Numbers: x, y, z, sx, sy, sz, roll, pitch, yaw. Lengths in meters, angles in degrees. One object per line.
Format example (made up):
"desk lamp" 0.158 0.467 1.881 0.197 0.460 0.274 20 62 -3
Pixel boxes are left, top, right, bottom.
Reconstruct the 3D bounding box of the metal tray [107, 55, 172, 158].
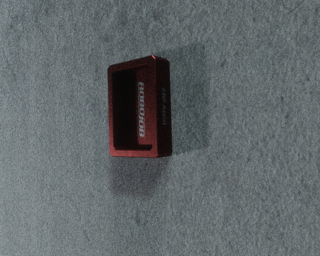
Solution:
"metal tray" -0.029 -0.026 0.423 0.090 0.030 0.129 -3 88 39
